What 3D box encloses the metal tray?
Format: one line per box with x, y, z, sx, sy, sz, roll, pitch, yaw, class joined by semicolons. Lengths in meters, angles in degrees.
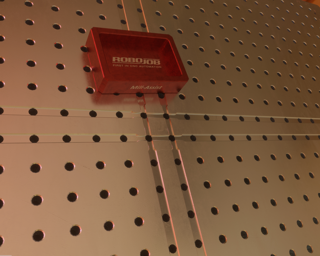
-0.031;-0.095;0.445;0.131;0.030;0.090;-4;64;-30;metal tray
